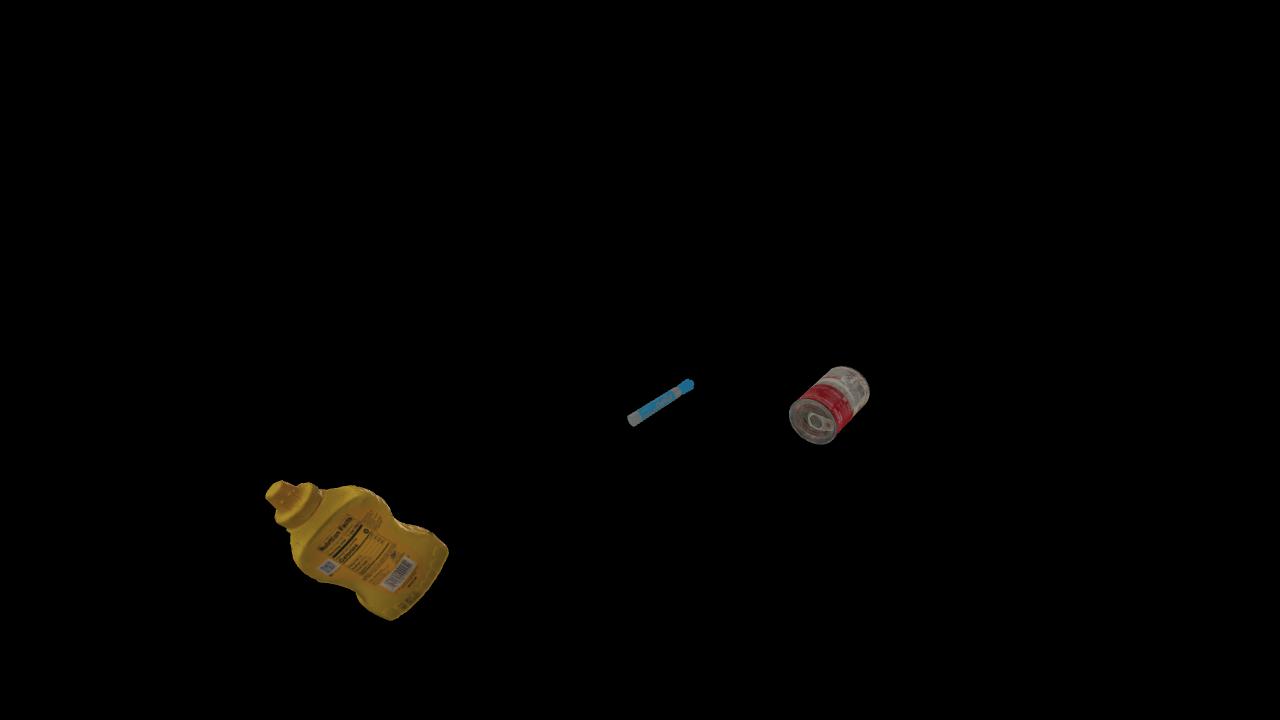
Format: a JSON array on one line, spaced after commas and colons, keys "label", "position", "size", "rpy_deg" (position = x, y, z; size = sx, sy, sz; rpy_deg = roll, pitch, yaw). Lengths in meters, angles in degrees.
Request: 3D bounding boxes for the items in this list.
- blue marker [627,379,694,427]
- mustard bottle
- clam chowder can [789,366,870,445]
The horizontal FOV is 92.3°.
[{"label": "blue marker", "position": [0.034, 0.062, 0.920], "size": [0.121, 0.020, 0.020], "rpy_deg": [-30, 14, -25]}, {"label": "mustard bottle", "position": [-0.274, 0.170, 0.585], "size": [0.054, 0.092, 0.184], "rpy_deg": [24, -23, 50]}, {"label": "clam chowder can", "position": [0.254, 0.058, 0.821], "size": [0.068, 0.068, 0.102], "rpy_deg": [0, 26, 48]}]
